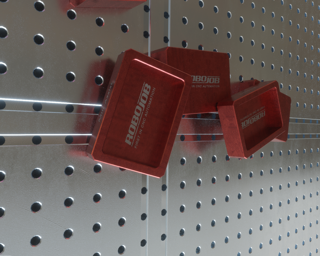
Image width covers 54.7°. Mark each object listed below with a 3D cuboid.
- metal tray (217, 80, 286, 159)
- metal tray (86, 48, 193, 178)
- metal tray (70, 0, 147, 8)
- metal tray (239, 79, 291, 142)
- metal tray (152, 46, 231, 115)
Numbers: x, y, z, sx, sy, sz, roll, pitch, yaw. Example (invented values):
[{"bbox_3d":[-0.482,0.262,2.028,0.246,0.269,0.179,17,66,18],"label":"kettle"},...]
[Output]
[{"bbox_3d":[0.150,-0.017,0.494,0.131,0.030,0.089,-25,106,-37],"label":"metal tray"},{"bbox_3d":[-0.022,-0.015,0.365,0.091,0.030,0.129,20,83,-24],"label":"metal tray"},{"bbox_3d":[-0.067,-0.207,0.351,0.091,0.030,0.129,-17,101,-39],"label":"metal tray"},{"bbox_3d":[0.193,-0.028,0.571,0.131,0.030,0.090,14,81,-39],"label":"metal tray"},{"bbox_3d":[0.050,-0.066,0.450,0.131,0.030,0.089,-6,94,-40],"label":"metal tray"}]
